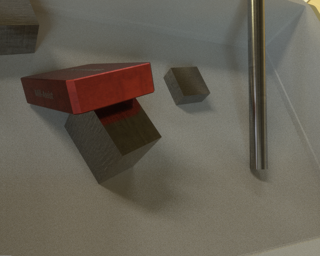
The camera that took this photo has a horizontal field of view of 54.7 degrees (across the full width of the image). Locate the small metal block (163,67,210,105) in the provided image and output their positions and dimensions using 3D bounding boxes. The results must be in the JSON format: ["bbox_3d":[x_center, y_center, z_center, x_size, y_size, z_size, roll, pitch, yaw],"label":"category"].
[{"bbox_3d":[0.040,-0.064,0.469,0.050,0.025,0.050,-10,67,-33],"label":"small metal block"}]

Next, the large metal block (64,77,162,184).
[{"bbox_3d":[-0.055,0.004,0.339,0.050,0.080,0.080,-25,76,-37],"label":"large metal block"}]

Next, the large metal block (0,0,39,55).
[{"bbox_3d":[-0.199,-0.133,0.364,0.081,0.050,0.080,-14,69,-34],"label":"large metal block"}]

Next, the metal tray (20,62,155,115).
[{"bbox_3d":[-0.080,-0.047,0.330,0.091,0.130,0.030,-22,112,-36],"label":"metal tray"}]

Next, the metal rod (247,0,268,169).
[{"bbox_3d":[0.144,-0.089,0.460,0.025,0.025,0.298,2,86,-28],"label":"metal rod"}]
